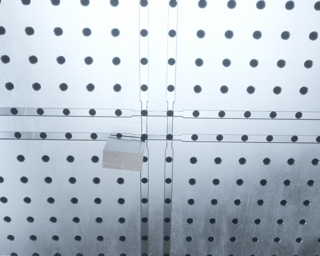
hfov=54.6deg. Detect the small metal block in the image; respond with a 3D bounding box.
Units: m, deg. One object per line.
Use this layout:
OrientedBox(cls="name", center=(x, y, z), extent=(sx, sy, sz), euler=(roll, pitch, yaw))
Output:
OrientedBox(cls="small metal block", center=(-0.047, 0.033, 0.412), extent=(0.050, 0.050, 0.025), euler=(5, 110, -2))
